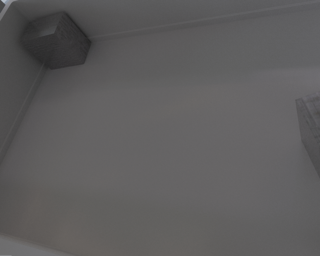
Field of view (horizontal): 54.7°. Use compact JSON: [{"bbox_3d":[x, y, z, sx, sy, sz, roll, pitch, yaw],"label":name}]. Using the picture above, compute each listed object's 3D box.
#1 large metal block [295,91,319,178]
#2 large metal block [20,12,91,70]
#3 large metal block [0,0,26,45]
[{"bbox_3d":[0.175,0.001,0.278,0.080,0.080,0.050,-21,54,16],"label":"large metal block"},{"bbox_3d":[-0.188,-0.155,0.565,0.080,0.080,0.050,-3,60,26],"label":"large metal block"},{"bbox_3d":[-0.381,-0.245,0.724,0.080,0.080,0.050,-6,59,25],"label":"large metal block"}]
